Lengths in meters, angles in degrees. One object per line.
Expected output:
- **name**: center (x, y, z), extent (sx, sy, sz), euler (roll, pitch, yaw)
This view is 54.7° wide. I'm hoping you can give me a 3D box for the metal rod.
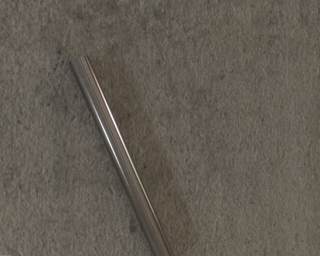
- **metal rod**: center (-0.042, 0.054, 0.394), extent (0.025, 0.025, 0.299), euler (-25, 99, -19)
